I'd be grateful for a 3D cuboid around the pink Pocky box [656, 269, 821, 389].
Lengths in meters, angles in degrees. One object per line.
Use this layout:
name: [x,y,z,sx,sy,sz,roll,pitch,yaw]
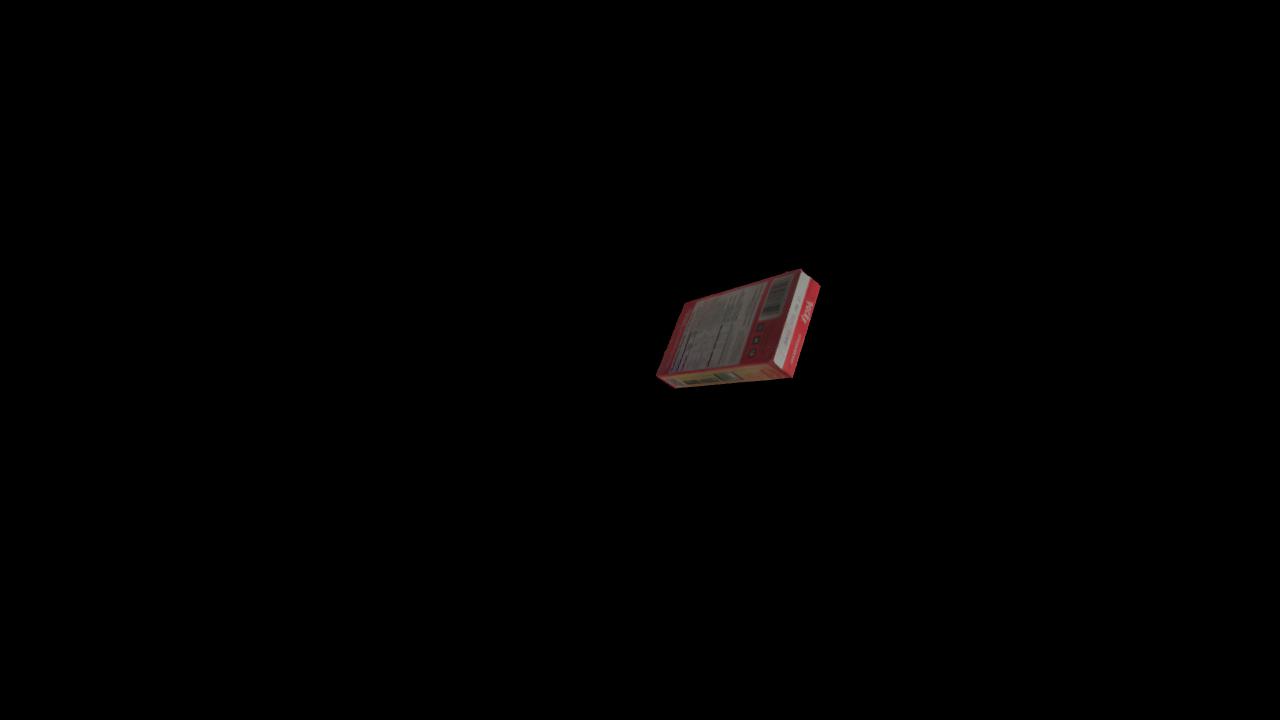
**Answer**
pink Pocky box: [0.078,-0.021,0.526,0.029,0.084,0.155,32,-21,-26]
